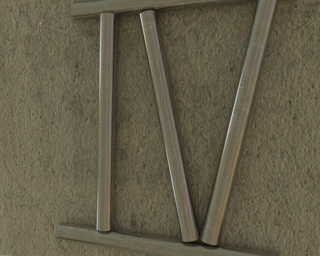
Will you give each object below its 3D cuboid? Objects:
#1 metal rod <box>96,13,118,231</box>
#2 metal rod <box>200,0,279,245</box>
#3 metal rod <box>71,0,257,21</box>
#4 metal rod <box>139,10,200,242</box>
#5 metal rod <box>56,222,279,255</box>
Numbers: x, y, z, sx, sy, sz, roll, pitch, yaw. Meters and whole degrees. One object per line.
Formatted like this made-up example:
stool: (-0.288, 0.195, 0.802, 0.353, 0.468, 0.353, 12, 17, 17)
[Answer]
metal rod: (-0.074, -0.008, 0.434, 0.025, 0.025, 0.298, 1, 90, 19)
metal rod: (0.095, -0.005, 0.376, 0.025, 0.025, 0.298, 14, 94, 19)
metal rod: (0.020, -0.167, 0.402, 0.301, 0.025, 0.025, 1, 91, 19)
metal rod: (0.012, -0.006, 0.404, 0.025, 0.025, 0.298, -12, 86, 19)
metal rod: (-0.004, 0.155, 0.410, 0.301, 0.025, 0.025, 1, 91, 19)
